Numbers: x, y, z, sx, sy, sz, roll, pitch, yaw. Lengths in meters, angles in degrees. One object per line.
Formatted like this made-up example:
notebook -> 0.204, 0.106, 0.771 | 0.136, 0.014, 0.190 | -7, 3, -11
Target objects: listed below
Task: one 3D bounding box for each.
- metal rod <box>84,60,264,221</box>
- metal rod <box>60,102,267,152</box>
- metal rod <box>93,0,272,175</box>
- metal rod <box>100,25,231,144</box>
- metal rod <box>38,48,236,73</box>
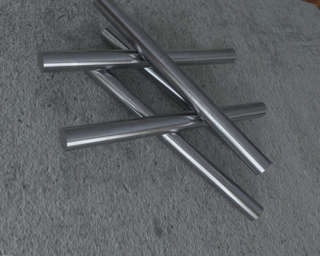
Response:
metal rod -> 0.015, 0.012, 0.406 | 0.300, 0.025, 0.025 | 42, 51, 0
metal rod -> 0.028, -0.008, 0.395 | 0.303, 0.025, 0.025 | -9, 67, -32
metal rod -> 0.025, -0.059, 0.393 | 0.300, 0.025, 0.025 | 47, 51, 4
metal rod -> 0.036, -0.043, 0.452 | 0.300, 0.025, 0.025 | 40, 51, -1
metal rod -> -0.009, -0.097, 0.429 | 0.303, 0.025, 0.025 | -10, 67, -33
